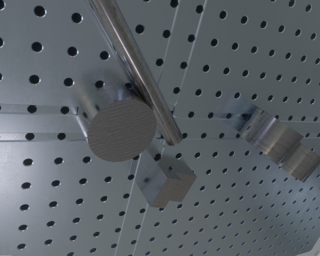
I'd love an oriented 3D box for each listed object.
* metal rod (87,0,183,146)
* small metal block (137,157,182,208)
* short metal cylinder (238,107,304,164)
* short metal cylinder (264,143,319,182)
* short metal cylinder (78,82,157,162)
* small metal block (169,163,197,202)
[{"bbox_3d":[-0.036,-0.086,0.337,0.025,0.025,0.299,-34,129,-6],"label":"metal rod"},{"bbox_3d":[-0.002,0.078,0.442,0.025,0.050,0.050,18,109,-35],"label":"small metal block"},{"bbox_3d":[0.169,0.010,0.475,0.080,0.080,0.050,24,106,-37],"label":"short metal cylinder"},{"bbox_3d":[0.228,0.048,0.531,0.080,0.080,0.050,26,104,-37],"label":"short metal cylinder"},{"bbox_3d":[-0.051,-0.007,0.363,0.081,0.050,0.079,-14,124,-21],"label":"short metal cylinder"},{"bbox_3d":[0.021,0.084,0.475,0.050,0.025,0.050,17,109,-35],"label":"small metal block"}]
